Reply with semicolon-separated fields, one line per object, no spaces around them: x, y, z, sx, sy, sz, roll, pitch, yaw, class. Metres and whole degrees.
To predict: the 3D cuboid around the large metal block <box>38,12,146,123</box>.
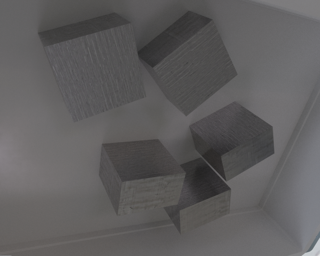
-0.067;-0.063;0.317;0.081;0.050;0.080;-21;127;-16;large metal block

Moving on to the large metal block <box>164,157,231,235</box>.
0.047;0.097;0.459;0.081;0.080;0.050;-17;125;-19;large metal block

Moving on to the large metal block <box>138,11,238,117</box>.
0.032;-0.075;0.364;0.080;0.050;0.080;-39;129;-2;large metal block

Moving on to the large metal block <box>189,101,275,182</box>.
0.100;0.016;0.438;0.080;0.080;0.050;-28;128;-11;large metal block

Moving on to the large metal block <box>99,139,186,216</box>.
-0.026;0.059;0.395;0.081;0.080;0.050;-4;120;-27;large metal block
